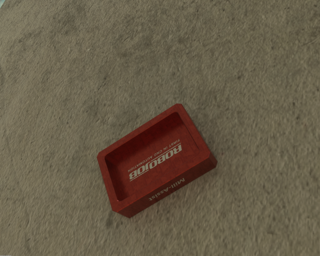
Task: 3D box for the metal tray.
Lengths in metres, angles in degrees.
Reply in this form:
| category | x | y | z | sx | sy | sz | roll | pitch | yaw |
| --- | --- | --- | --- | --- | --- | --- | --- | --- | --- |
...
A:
| category | x | y | z | sx | sy | sz | roll | pitch | yaw |
| --- | --- | --- | --- | --- | --- | --- | --- | --- | --- |
| metal tray | -0.008 | 0.039 | 0.381 | 0.130 | 0.030 | 0.090 | -32 | 52 | 7 |
